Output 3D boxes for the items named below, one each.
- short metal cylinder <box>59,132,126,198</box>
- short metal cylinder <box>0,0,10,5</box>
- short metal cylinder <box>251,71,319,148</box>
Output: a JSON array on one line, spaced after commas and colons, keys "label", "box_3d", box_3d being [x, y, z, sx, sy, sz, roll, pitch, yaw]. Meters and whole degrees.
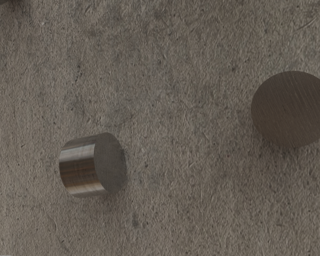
[{"label": "short metal cylinder", "box_3d": [-0.086, 0.049, 0.410, 0.050, 0.080, 0.080, -12, 86, 20]}, {"label": "short metal cylinder", "box_3d": [-0.248, -0.235, 0.467, 0.050, 0.080, 0.080, -21, 83, 19]}, {"label": "short metal cylinder", "box_3d": [0.145, -0.020, 0.344, 0.080, 0.050, 0.080, 0, 90, 20]}]
